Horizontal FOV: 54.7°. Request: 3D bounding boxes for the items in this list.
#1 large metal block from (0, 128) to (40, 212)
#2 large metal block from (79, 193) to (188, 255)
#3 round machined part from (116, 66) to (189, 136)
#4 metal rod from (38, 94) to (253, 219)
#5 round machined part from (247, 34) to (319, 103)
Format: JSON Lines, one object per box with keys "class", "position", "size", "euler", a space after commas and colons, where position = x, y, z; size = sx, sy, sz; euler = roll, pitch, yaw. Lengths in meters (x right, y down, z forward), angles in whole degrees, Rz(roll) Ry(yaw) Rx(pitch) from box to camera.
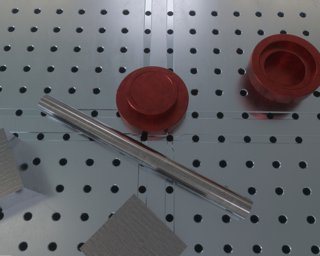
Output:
{"class": "large metal block", "position": [-0.206, 0.058, 0.376], "size": [0.080, 0.050, 0.080], "euler": [-25, 72, -9]}
{"class": "large metal block", "position": [-0.028, 0.134, 0.349], "size": [0.080, 0.050, 0.080], "euler": [42, 75, 13]}
{"class": "round machined part", "position": [-0.010, -0.042, 0.418], "size": [0.099, 0.042, 0.098], "euler": [0, 70, 0]}
{"class": "metal rod", "position": [-0.025, 0.032, 0.399], "size": [0.301, 0.025, 0.025], "euler": [27, 72, 9]}
{"class": "round machined part", "position": [0.171, -0.078, 0.433], "size": [0.099, 0.042, 0.098], "euler": [0, 70, 0]}
